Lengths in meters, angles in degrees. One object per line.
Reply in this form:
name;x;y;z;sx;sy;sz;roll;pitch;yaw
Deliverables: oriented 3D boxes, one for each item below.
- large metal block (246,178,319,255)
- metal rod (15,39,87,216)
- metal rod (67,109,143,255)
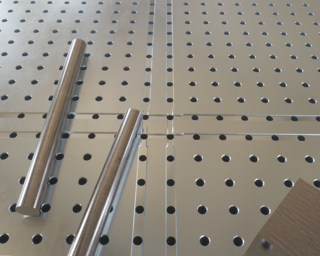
large metal block;0.145;0.110;0.300;0.080;0.050;0.080;36;58;26
metal rod;-0.139;-0.026;0.428;0.025;0.025;0.300;1;50;0
metal rod;-0.068;0.094;0.327;0.025;0.025;0.300;10;51;8
